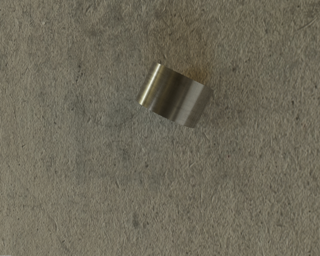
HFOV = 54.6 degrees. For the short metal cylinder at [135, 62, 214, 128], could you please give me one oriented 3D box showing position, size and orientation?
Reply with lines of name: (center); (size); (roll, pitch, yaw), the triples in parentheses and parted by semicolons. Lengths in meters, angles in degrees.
short metal cylinder: (0.018, -0.040, 0.374); (0.080, 0.080, 0.050); (29, 100, 18)
